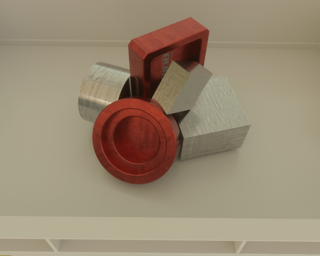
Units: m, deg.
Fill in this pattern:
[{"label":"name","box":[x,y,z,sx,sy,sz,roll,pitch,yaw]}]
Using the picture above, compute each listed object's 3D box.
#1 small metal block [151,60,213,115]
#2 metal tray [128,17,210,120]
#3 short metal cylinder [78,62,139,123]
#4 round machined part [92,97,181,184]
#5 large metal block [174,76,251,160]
[{"label":"small metal block","box":[0.024,-0.045,0.336,0.025,0.050,0.050,42,29,21]},{"label":"metal tray","box":[0.010,-0.062,0.387,0.091,0.129,0.030,-28,57,-22]},{"label":"short metal cylinder","box":[-0.061,-0.040,0.400,0.050,0.080,0.080,18,52,14]},{"label":"round machined part","box":[-0.024,0.012,0.358,0.098,0.097,0.042,16,16,12]},{"label":"large metal block","box":[0.055,-0.014,0.389,0.081,0.050,0.080,-11,56,-10]}]
